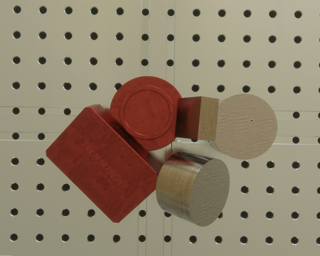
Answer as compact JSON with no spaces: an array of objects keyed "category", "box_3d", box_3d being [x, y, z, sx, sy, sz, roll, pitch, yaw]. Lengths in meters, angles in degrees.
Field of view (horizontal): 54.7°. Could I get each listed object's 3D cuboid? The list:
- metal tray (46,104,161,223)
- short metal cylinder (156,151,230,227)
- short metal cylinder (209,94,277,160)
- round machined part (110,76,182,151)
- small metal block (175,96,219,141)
[{"category":"metal tray","box_3d":[-0.068,0.045,0.395,0.130,0.030,0.090,45,105,-1]},{"category":"short metal cylinder","box_3d":[0.041,0.072,0.376,0.050,0.081,0.080,10,90,43]},{"category":"short metal cylinder","box_3d":[0.102,-0.002,0.398,0.081,0.050,0.079,0,90,0]},{"category":"round machined part","box_3d":[-0.016,-0.019,0.400,0.099,0.042,0.097,0,90,0]},{"category":"small metal block","box_3d":[0.044,-0.011,0.379,0.025,0.050,0.050,6,89,-28]}]
